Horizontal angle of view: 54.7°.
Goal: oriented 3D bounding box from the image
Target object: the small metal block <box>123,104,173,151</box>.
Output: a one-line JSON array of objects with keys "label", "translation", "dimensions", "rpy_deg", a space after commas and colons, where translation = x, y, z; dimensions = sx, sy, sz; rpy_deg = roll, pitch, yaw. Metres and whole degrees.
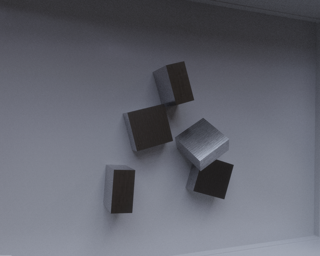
[{"label": "small metal block", "translation": [-0.016, -0.001, 0.405], "dimensions": [0.050, 0.025, 0.050], "rpy_deg": [-15, 95, -19]}]

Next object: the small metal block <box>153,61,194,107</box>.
[{"label": "small metal block", "translation": [0.016, -0.055, 0.403], "dimensions": [0.025, 0.050, 0.050], "rpy_deg": [-17, 96, -19]}]

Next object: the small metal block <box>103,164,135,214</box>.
[{"label": "small metal block", "translation": [-0.051, 0.073, 0.379], "dimensions": [0.025, 0.050, 0.050], "rpy_deg": [4, 89, -20]}]

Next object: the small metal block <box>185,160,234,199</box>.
[{"label": "small metal block", "translation": [0.070, 0.068, 0.436], "dimensions": [0.050, 0.025, 0.050], "rpy_deg": [19, 84, -19]}]

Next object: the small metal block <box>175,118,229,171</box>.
[{"label": "small metal block", "translation": [0.056, 0.021, 0.416], "dimensions": [0.050, 0.050, 0.025], "rpy_deg": [-34, 144, -17]}]
